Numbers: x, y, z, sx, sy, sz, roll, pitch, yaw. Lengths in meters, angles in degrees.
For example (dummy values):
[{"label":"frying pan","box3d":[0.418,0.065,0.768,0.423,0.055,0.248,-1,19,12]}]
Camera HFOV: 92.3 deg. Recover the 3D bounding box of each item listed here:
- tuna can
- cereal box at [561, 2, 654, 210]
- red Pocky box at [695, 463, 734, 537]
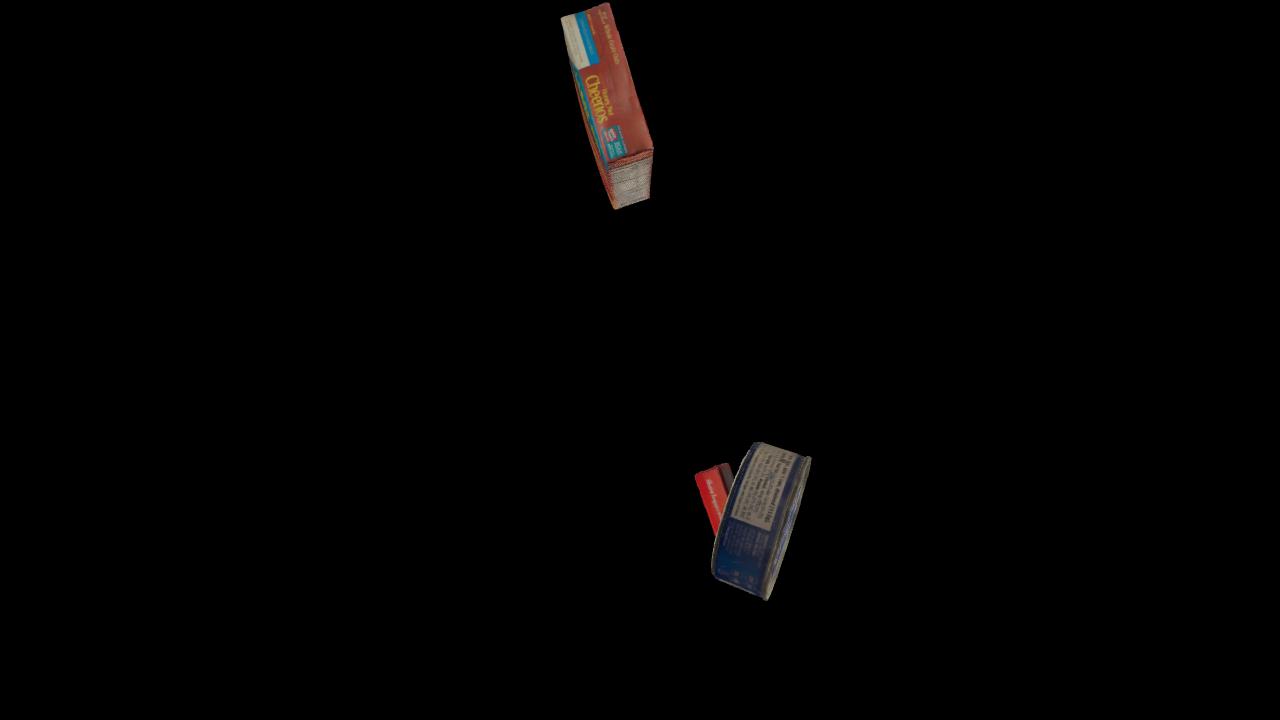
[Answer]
[{"label":"tuna can","box3d":[0.070,0.091,0.353,0.034,0.084,0.084,16,6,20]},{"label":"cereal box","box3d":[-0.044,-0.367,0.950,0.081,0.203,0.306,-18,3,1]},{"label":"red Pocky box","box3d":[0.091,0.154,0.658,0.028,0.083,0.155,-19,-12,9]}]
